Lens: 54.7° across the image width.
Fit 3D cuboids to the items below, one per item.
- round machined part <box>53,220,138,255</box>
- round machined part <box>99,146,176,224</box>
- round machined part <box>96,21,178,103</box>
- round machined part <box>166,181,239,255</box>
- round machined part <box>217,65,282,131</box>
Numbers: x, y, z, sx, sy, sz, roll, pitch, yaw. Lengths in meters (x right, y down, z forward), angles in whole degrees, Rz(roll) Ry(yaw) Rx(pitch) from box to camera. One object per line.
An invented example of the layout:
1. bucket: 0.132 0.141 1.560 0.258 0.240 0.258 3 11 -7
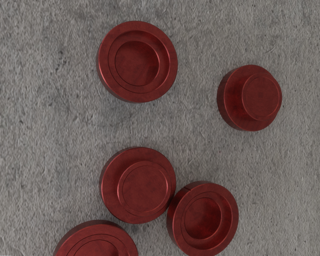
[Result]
1. round machined part: -0.078 0.158 0.371 0.099 0.042 0.097 0 90 -20
2. round machined part: -0.024 0.073 0.391 0.099 0.042 0.097 0 90 -20
3. round machined part: -0.031 -0.079 0.388 0.099 0.042 0.097 0 90 -20
4. round machined part: 0.053 0.119 0.418 0.099 0.042 0.097 -1 91 -22
5. round machined part: 0.136 -0.044 0.450 0.099 0.042 0.097 0 90 -20
